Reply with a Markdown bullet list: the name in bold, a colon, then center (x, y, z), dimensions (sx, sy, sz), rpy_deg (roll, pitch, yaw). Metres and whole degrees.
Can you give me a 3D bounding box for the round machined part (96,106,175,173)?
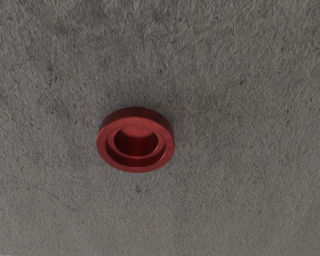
- **round machined part**: center (-0.030, 0.011, 0.405), dimensions (0.099, 0.042, 0.097), rpy_deg (0, 130, 0)
